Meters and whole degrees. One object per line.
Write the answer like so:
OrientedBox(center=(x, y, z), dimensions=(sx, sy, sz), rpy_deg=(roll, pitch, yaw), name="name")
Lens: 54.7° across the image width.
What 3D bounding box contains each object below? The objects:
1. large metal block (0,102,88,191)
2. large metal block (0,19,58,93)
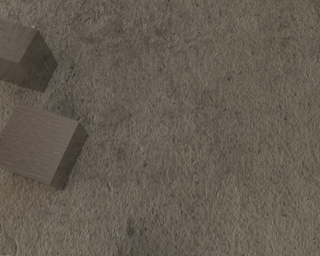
OrientedBox(center=(-0.148, 0.024, 0.385), dimensions=(0.080, 0.050, 0.080), rpy_deg=(18, 71, 6), name="large metal block")
OrientedBox(center=(-0.196, -0.097, 0.413), dimensions=(0.080, 0.080, 0.050), rpy_deg=(17, 71, 6), name="large metal block")
